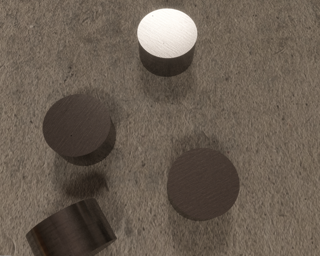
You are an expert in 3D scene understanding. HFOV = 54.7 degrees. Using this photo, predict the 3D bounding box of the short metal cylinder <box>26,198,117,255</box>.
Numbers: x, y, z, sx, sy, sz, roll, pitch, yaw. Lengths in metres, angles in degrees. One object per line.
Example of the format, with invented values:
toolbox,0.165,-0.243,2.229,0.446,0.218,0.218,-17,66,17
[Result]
short metal cylinder,-0.094,0.119,0.334,0.080,0.080,0.050,-30,73,-11

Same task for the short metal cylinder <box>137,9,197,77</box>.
short metal cylinder,0.010,-0.120,0.439,0.081,0.050,0.080,0,70,0

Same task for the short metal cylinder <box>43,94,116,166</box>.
short metal cylinder,-0.099,0.004,0.392,0.081,0.050,0.080,0,70,0

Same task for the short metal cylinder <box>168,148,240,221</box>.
short metal cylinder,0.049,0.069,0.370,0.081,0.050,0.080,0,70,0
